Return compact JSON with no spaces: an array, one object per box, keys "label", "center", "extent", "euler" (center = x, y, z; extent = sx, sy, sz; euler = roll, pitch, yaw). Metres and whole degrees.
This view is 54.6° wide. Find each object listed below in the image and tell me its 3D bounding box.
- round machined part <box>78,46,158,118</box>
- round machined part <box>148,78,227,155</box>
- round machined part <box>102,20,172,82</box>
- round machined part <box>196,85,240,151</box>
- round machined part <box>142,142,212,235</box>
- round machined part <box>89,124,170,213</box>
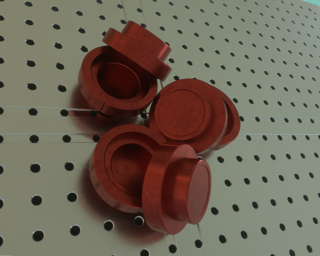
[{"label":"round machined part","center":[-0.056,-0.054,0.399],"extent":[0.099,0.042,0.098],"euler":[13,56,-21]},{"label":"round machined part","center":[0.031,-0.015,0.384],"extent":[0.098,0.098,0.042],"euler":[63,12,17]},{"label":"round machined part","center":[-0.024,-0.106,0.413],"extent":[0.098,0.042,0.098],"euler":[33,7,-4]},{"label":"round machined part","center":[0.060,-0.012,0.436],"extent":[0.099,0.042,0.098],"euler":[13,56,-21]},{"label":"round machined part","center":[0.024,0.065,0.333],"extent":[0.099,0.042,0.097],"euler":[-15,107,-60]},{"label":"round machined part","center":[-0.031,0.048,0.350],"extent":[0.099,0.042,0.098],"euler":[13,56,-21]}]
